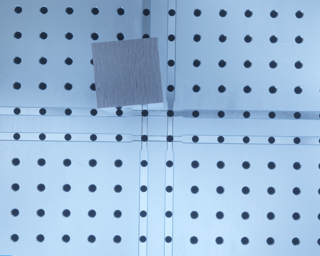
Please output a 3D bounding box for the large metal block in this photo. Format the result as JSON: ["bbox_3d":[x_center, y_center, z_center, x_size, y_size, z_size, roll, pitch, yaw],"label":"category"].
[{"bbox_3d":[-0.039,-0.067,0.401,0.080,0.050,0.080,-5,90,0],"label":"large metal block"}]
